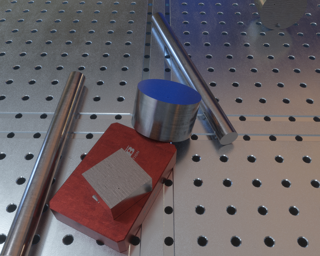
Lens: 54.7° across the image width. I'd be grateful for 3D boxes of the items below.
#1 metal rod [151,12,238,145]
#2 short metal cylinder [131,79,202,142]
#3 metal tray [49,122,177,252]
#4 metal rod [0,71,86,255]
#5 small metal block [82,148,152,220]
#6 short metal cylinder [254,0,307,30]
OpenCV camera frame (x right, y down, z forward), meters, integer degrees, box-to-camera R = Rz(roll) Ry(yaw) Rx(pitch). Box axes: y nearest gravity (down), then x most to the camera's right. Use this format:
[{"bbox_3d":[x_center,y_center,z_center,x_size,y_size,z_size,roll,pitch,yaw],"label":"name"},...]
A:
[{"bbox_3d":[0.042,-0.096,0.488,0.025,0.025,0.299,-14,52,-12],"label":"metal rod"},{"bbox_3d":[0.007,-0.024,0.393,0.081,0.050,0.080,10,27,-5],"label":"short metal cylinder"},{"bbox_3d":[-0.048,0.060,0.354,0.090,0.030,0.130,21,53,16],"label":"metal tray"},{"bbox_3d":[-0.135,0.038,0.373,0.025,0.025,0.300,3,50,2],"label":"metal rod"},{"bbox_3d":[-0.044,0.056,0.320,0.050,0.025,0.050,-34,58,-25],"label":"small metal block"},{"bbox_3d":[0.219,-0.229,0.567,0.081,0.080,0.050,-1,50,-1],"label":"short metal cylinder"}]
